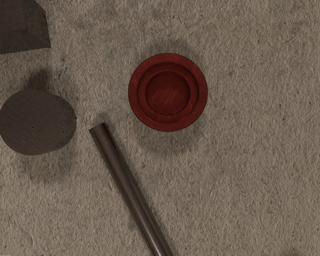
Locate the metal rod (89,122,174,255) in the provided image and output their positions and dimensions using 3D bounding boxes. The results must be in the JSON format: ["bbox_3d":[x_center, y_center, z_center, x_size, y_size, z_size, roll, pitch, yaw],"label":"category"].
[{"bbox_3d":[-0.015,0.131,0.409,0.025,0.025,0.299,-27,90,0],"label":"metal rod"}]

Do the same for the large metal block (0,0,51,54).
[{"bbox_3d":[-0.192,-0.128,0.380,0.081,0.080,0.050,-8,90,0],"label":"large metal block"}]

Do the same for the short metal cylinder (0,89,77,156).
[{"bbox_3d":[-0.154,-0.007,0.395,0.081,0.050,0.079,0,90,-1],"label":"short metal cylinder"}]

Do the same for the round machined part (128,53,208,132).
[{"bbox_3d":[0.010,-0.044,0.402,0.099,0.042,0.097,0,90,-1],"label":"round machined part"}]
